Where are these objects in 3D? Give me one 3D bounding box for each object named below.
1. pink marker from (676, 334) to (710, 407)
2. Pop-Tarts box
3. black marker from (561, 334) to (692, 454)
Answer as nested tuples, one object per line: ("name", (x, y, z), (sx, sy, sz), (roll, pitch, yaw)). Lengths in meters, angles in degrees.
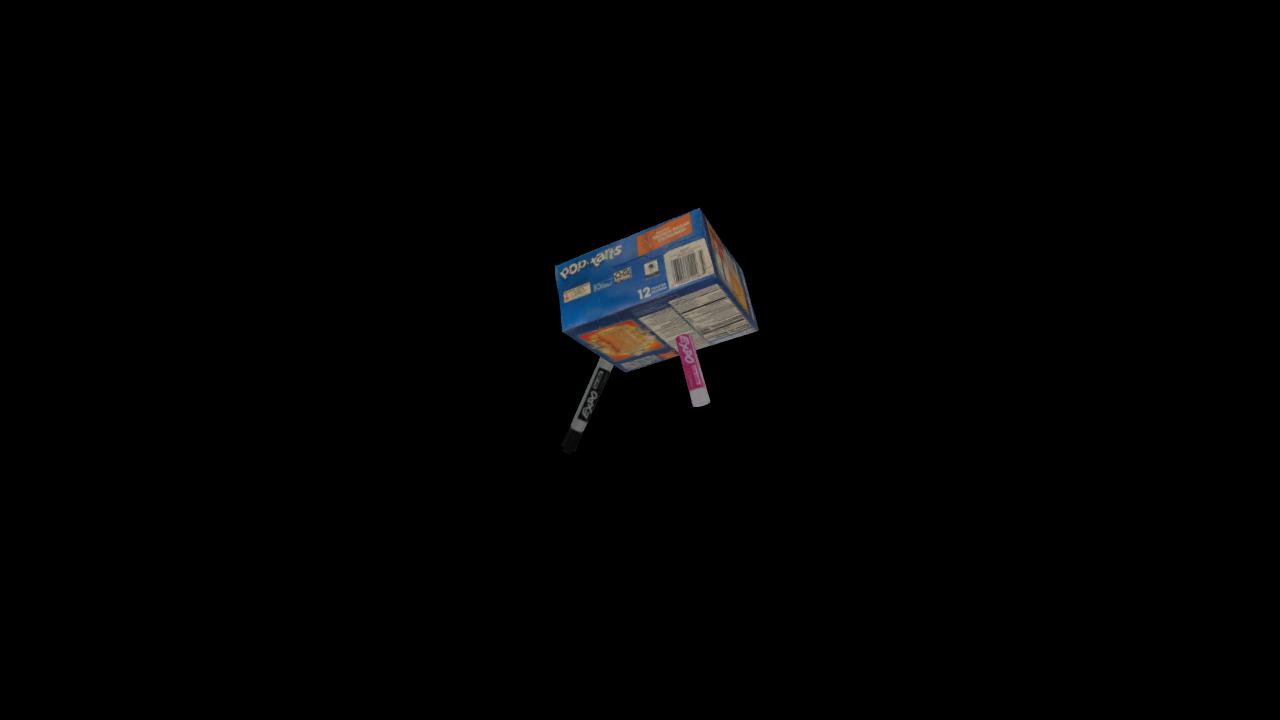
("pink marker", (0.049, -0.010, 0.647), (0.020, 0.121, 0.020), (-12, -18, -4))
("Pop-Tarts box", (0.019, -0.065, 0.652), (0.167, 0.083, 0.141), (-17, -26, 22))
("black marker", (-0.061, 0.052, 0.713), (0.020, 0.121, 0.020), (24, -3, 1))
